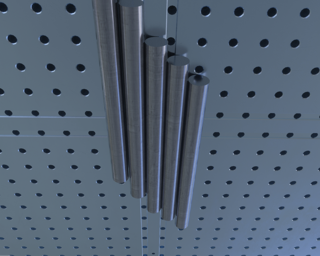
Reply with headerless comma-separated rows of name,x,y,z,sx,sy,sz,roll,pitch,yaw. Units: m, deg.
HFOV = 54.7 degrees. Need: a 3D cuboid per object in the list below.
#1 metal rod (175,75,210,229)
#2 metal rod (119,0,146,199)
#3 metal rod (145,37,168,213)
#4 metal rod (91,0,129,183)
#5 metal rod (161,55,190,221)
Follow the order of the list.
metal rod,0.042,0.057,0.460,0.025,0.025,0.298,1,130,-1
metal rod,-0.032,-0.010,0.401,0.025,0.025,0.298,1,130,-1
metal rod,-0.007,0.021,0.428,0.025,0.025,0.298,1,130,-1
metal rod,-0.057,-0.039,0.377,0.025,0.025,0.298,1,130,-1
metal rod,0.017,0.038,0.443,0.025,0.025,0.298,1,130,-1
